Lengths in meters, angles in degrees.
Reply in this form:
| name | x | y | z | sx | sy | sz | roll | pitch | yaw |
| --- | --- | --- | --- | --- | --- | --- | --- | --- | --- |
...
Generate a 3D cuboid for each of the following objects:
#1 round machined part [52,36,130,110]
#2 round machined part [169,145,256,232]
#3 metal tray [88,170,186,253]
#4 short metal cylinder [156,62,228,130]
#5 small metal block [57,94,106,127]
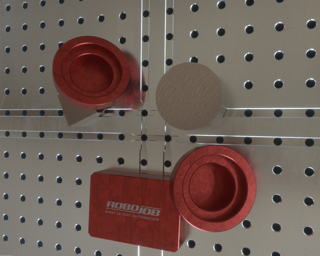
| name | x | y | z | sx | sy | sz | roll | pitch | yaw |
| --- | --- | --- | --- | --- | --- | --- | --- | --- | --- |
| round machined part | -0.093 | -0.070 | 0.418 | 0.099 | 0.042 | 0.098 | 5 | 73 | -17 |
| round machined part | 0.059 | 0.069 | 0.368 | 0.099 | 0.042 | 0.097 | 1 | 85 | -10 |
| metal tray | -0.031 | 0.109 | 0.420 | 0.130 | 0.030 | 0.089 | 3 | 91 | 19 |
| short metal cylinder | 0.041 | -0.037 | 0.384 | 0.080 | 0.050 | 0.079 | 0 | 90 | 19 |
| small metal block | -0.114 | -0.035 | 0.451 | 0.050 | 0.025 | 0.050 | -24 | 82 | 18 |
